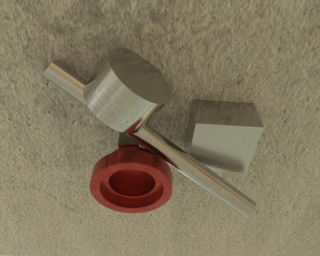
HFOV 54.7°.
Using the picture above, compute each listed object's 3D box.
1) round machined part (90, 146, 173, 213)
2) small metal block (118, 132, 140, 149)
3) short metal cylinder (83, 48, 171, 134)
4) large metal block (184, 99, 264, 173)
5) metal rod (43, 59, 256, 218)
[{"bbox_3d":[-0.034,0.060,0.384,0.099,0.042,0.097,-1,132,0],"label":"round machined part"},{"bbox_3d":[-0.038,0.022,0.411,0.025,0.050,0.050,-2,130,1],"label":"small metal block"},{"bbox_3d":[-0.035,-0.041,0.337,0.080,0.080,0.050,30,124,-24],"label":"short metal cylinder"},{"bbox_3d":[0.078,0.011,0.403,0.081,0.050,0.079,3,130,-4],"label":"large metal block"},{"bbox_3d":[-0.004,0.019,0.376,0.301,0.025,0.025,36,122,-10],"label":"metal rod"}]
